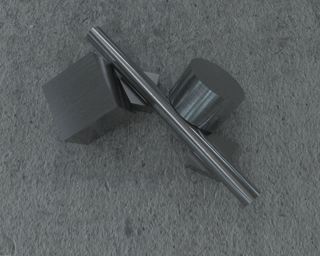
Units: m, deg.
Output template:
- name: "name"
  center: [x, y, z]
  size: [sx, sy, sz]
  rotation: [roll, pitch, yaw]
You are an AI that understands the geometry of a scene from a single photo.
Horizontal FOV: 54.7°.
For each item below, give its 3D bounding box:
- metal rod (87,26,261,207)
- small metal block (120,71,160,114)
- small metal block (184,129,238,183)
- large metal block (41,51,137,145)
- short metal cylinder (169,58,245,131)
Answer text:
- name: "metal rod"
  center: [0.007, -0.024, 0.392]
  size: [0.025, 0.025, 0.300]
  rotation: [-39, 75, -13]
- name: "small metal block"
  center: [-0.030, -0.051, 0.428]
  size: [0.050, 0.025, 0.050]
  rotation: [12, 70, 4]
- name: "small metal block"
  center: [0.065, 0.035, 0.398]
  size: [0.050, 0.025, 0.050]
  rotation: [23, 71, 8]
- name: "large metal block"
  center: [-0.089, -0.035, 0.390]
  size: [0.080, 0.050, 0.080]
  rotation: [-31, 72, 13]
- name: "short metal cylinder"
  center: [0.059, -0.043, 0.391]
  size: [0.080, 0.050, 0.080]
  rotation: [23, 37, -19]
